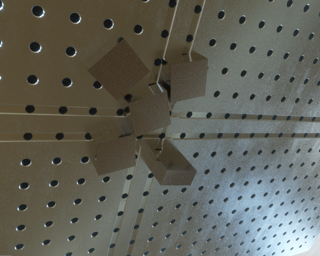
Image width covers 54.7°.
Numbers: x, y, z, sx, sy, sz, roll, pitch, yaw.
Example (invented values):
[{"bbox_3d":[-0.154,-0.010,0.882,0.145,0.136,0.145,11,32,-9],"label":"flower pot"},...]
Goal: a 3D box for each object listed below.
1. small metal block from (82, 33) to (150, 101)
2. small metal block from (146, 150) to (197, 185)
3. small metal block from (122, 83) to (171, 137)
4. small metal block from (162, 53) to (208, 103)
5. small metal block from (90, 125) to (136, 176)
[{"bbox_3d":[-0.048,-0.068,0.344,0.050,0.025,0.050,-42,130,0],"label":"small metal block"},{"bbox_3d":[0.016,0.056,0.440,0.050,0.050,0.025,7,115,-32],"label":"small metal block"},{"bbox_3d":[-0.016,-0.023,0.390,0.050,0.025,0.050,-20,127,-17],"label":"small metal block"},{"bbox_3d":[0.031,-0.064,0.390,0.050,0.025,0.050,-14,124,-21],"label":"small metal block"},{"bbox_3d":[-0.060,0.028,0.397,0.050,0.025,0.050,-13,124,-22],"label":"small metal block"}]
